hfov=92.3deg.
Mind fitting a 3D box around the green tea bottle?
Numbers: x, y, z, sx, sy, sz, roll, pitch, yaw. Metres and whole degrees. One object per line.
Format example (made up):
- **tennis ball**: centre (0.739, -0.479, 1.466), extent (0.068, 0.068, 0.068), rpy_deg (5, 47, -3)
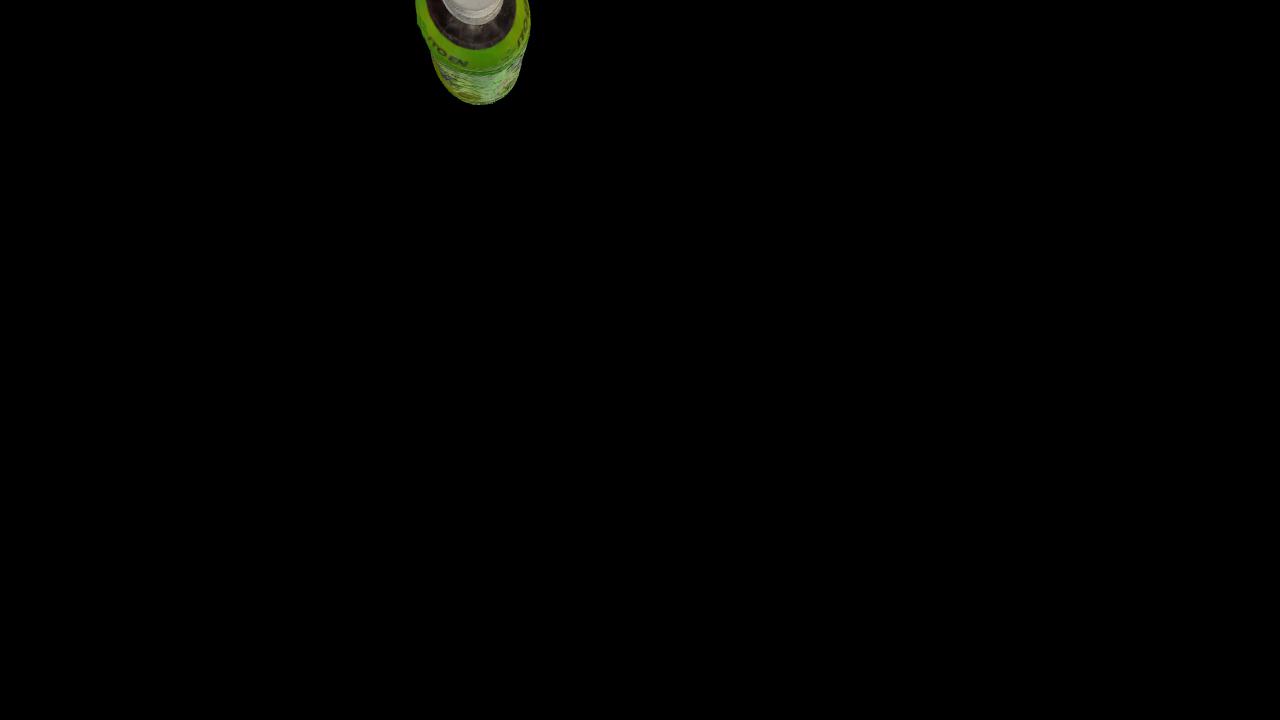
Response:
- **green tea bottle**: centre (-0.110, -0.219, 0.406), extent (0.073, 0.073, 0.212), rpy_deg (0, 14, -12)
